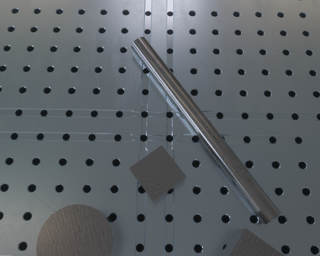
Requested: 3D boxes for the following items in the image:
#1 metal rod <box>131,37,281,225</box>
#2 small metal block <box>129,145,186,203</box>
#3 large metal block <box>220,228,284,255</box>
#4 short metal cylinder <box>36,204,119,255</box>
[{"bbox_3d":[0.052,-0.008,0.415,0.025,0.025,0.299,-32,73,-11],"label":"metal rod"},{"bbox_3d":[-0.003,0.058,0.390,0.050,0.025,0.050,-35,74,-12],"label":"small metal block"},{"bbox_3d":[0.101,0.169,0.338,0.080,0.050,0.080,35,74,11],"label":"large metal block"},{"bbox_3d":[-0.090,0.130,0.350,0.081,0.050,0.080,0,70,0],"label":"short metal cylinder"}]
